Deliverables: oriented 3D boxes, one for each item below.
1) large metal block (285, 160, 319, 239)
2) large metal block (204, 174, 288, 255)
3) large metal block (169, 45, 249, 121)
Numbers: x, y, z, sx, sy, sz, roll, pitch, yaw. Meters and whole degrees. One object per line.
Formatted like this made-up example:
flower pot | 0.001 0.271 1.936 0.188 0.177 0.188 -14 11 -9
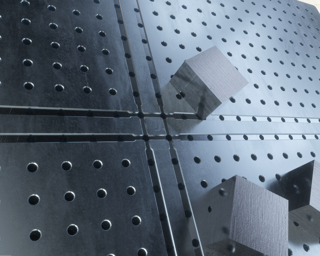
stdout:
large metal block | 0.235 0.108 0.456 0.080 0.050 0.080 35 51 -6
large metal block | 0.108 0.116 0.381 0.080 0.050 0.080 27 52 -12
large metal block | 0.076 -0.071 0.478 0.081 0.050 0.080 -34 81 -38
